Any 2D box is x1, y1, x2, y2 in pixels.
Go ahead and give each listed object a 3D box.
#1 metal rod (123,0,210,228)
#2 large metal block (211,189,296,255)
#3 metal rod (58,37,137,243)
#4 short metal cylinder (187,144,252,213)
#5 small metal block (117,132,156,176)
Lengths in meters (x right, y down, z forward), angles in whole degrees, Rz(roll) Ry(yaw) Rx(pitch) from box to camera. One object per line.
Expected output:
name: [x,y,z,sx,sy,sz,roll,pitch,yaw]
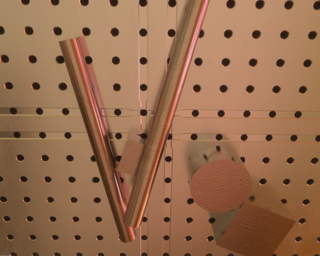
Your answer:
metal rod: [0.004,-0.012,0.388,0.025,0.025,0.298,15,102,-6]
large metal block: [0.133,0.138,0.452,0.080,0.050,0.080,23,108,-9]
metal rod: [-0.079,0.030,0.423,0.025,0.025,0.298,-11,110,4]
short metal cylinder: [0.079,0.068,0.426,0.081,0.050,0.079,0,110,-1]
small metal block: [-0.027,0.040,0.428,0.050,0.025,0.050,18,109,-7]
